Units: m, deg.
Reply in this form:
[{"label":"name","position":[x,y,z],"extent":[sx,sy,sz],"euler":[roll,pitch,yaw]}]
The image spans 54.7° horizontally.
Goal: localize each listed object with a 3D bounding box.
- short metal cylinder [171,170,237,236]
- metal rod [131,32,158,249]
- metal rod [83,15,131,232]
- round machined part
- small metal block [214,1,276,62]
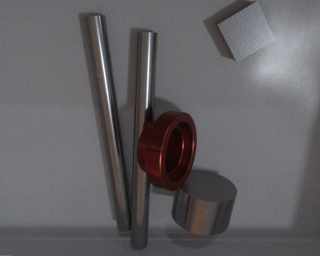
[{"label":"short metal cylinder","position":[0.059,0.099,0.419],"extent":[0.081,0.080,0.050],"euler":[7,110,-3]},{"label":"metal rod","position":[-0.023,0.028,0.413],"extent":[0.025,0.025,0.298],"euler":[3,107,-2]},{"label":"metal rod","position":[-0.064,0.008,0.413],"extent":[0.025,0.025,0.298],"euler":[-5,110,1]},{"label":"round machined part","position":[0.007,0.027,0.390],"extent":[0.042,0.099,0.097],"euler":[8,113,29]},{"label":"small metal block","position":[0.101,-0.115,0.370],"extent":[0.050,0.025,0.050],"euler":[-29,108,10]}]
